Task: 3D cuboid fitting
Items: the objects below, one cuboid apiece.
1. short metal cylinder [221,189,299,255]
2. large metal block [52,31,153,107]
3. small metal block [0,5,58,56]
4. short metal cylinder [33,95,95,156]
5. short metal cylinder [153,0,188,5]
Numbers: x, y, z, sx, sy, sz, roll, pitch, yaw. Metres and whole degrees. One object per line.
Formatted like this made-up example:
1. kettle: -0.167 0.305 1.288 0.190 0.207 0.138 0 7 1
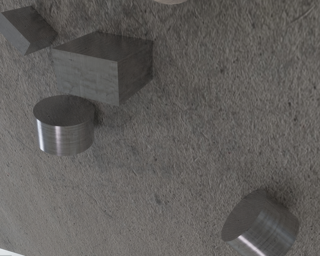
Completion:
1. short metal cylinder: 0.122 0.123 0.383 0.050 0.080 0.080 40 129 1
2. large metal block: -0.062 -0.073 0.359 0.080 0.080 0.050 15 125 19
3. small metal block: -0.172 -0.127 0.403 0.050 0.050 0.025 47 129 -5
4. short metal cylinder: -0.134 -0.005 0.439 0.080 0.080 0.050 21 126 16
5. short metal cylinder: 0.017 -0.159 0.283 0.080 0.050 0.079 13 124 21
